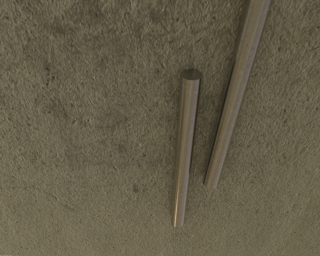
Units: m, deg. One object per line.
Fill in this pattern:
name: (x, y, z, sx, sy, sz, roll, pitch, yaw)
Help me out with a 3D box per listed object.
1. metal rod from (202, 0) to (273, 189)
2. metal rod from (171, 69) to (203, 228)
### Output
metal rod: (0.088, -0.029, 0.383, 0.025, 0.025, 0.298, 3, 130, -3)
metal rod: (0.034, 0.052, 0.452, 0.025, 0.025, 0.298, 0, 130, -1)
